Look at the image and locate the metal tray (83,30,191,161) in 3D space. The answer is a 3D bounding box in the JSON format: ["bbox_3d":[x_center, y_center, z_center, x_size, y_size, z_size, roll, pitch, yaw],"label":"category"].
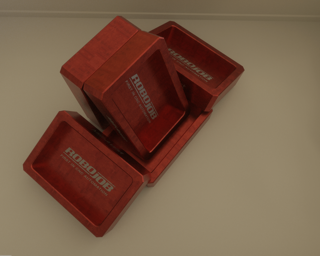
[{"bbox_3d":[-0.017,-0.031,0.350,0.030,0.130,0.090,31,71,35],"label":"metal tray"}]

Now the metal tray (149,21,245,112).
[{"bbox_3d":[0.038,-0.088,0.420,0.130,0.030,0.090,37,49,12],"label":"metal tray"}]

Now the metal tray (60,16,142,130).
[{"bbox_3d":[-0.059,-0.059,0.372,0.030,0.130,0.090,38,75,13],"label":"metal tray"}]

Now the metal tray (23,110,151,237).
[{"bbox_3d":[-0.088,0.051,0.367,0.130,0.030,0.090,38,98,12],"label":"metal tray"}]

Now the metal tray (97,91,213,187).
[{"bbox_3d":[-0.005,0.000,0.405,0.090,0.030,0.130,37,74,12],"label":"metal tray"}]
